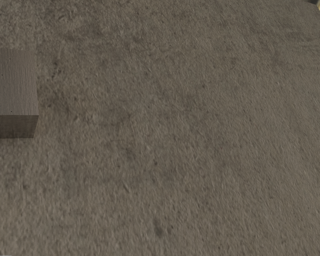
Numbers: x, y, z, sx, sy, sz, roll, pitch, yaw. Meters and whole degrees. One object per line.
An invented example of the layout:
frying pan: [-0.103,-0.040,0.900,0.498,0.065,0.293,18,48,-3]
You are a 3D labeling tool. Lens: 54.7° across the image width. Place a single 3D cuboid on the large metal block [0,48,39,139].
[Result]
large metal block: [-0.173,-0.035,0.317,0.081,0.050,0.080,-1,62,-29]
